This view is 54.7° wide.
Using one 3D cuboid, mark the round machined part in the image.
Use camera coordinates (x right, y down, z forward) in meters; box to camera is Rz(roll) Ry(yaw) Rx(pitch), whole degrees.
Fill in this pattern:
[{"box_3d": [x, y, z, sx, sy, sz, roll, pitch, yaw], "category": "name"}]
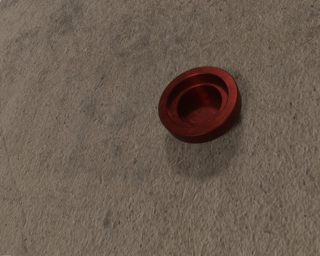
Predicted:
[{"box_3d": [0.051, -0.024, 0.380, 0.098, 0.042, 0.098, -13, 56, 20], "category": "round machined part"}]
